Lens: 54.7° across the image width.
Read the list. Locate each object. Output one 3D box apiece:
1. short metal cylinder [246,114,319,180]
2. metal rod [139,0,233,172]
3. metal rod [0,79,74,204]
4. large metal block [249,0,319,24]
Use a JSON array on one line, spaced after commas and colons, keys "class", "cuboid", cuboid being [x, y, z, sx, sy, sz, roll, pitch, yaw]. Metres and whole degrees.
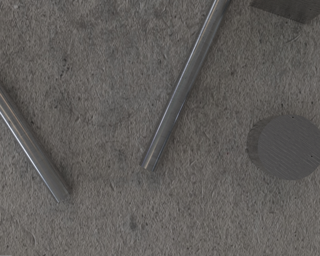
[{"class": "short metal cylinder", "cuboid": [0.158, 0.023, 0.399, 0.081, 0.050, 0.079, 0, 90, 0]}, {"class": "metal rod", "cuboid": [0.044, -0.083, 0.410, 0.025, 0.025, 0.299, 24, 90, 0]}, {"class": "metal rod", "cuboid": [-0.207, -0.033, 0.408, 0.025, 0.025, 0.299, -33, 90, 0]}, {"class": "large metal block", "cuboid": [0.168, -0.178, 0.384, 0.080, 0.080, 0.050, 19, 90, 0]}]
